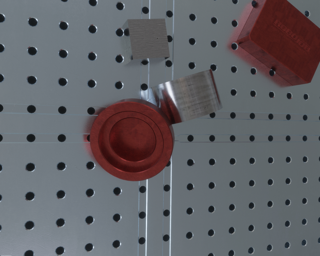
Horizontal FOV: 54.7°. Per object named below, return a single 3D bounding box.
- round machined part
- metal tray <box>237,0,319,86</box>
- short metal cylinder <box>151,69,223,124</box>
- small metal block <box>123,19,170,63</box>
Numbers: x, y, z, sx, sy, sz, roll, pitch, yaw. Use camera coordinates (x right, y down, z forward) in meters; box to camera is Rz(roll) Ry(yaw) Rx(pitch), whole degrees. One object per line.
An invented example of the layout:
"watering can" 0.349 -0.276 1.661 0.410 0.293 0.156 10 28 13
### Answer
"round machined part" -0.031 0.012 0.377 0.099 0.042 0.097 2 106 7
"metal tray" 0.194 -0.137 0.482 0.131 0.030 0.090 30 80 -18
"short metal cylinder" 0.034 -0.039 0.396 0.081 0.080 0.050 -19 97 -19
"small metal block" -0.018 -0.114 0.406 0.050 0.025 0.050 -9 93 -20
